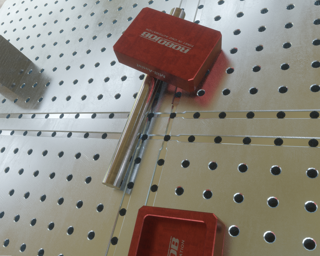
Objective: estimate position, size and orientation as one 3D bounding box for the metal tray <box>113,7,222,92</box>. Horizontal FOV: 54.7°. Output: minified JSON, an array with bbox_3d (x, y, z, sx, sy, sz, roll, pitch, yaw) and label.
[{"bbox_3d":[0.011,-0.115,0.444,0.130,0.030,0.090,26,71,20],"label":"metal tray"}]

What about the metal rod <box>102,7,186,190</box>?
[{"bbox_3d":[-0.016,-0.057,0.451,0.025,0.025,0.300,6,64,31],"label":"metal rod"}]

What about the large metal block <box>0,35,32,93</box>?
[{"bbox_3d":[-0.321,-0.126,0.619,0.050,0.080,0.080,4,64,30],"label":"large metal block"}]

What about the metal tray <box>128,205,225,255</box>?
[{"bbox_3d":[0.010,0.149,0.308,0.090,0.030,0.130,-1,61,27],"label":"metal tray"}]
